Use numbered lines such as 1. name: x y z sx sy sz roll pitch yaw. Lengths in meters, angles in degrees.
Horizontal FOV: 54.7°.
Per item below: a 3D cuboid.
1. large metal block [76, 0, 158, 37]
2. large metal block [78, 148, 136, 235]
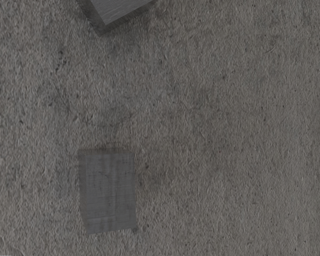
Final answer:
1. large metal block: -0.058 -0.170 0.374 0.080 0.050 0.080 -35 102 -17
2. large metal block: -0.064 0.066 0.356 0.050 0.080 0.080 -2 91 -20
